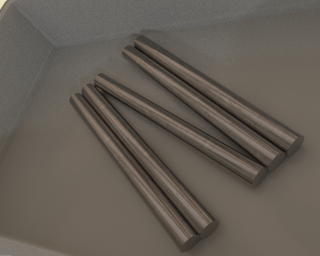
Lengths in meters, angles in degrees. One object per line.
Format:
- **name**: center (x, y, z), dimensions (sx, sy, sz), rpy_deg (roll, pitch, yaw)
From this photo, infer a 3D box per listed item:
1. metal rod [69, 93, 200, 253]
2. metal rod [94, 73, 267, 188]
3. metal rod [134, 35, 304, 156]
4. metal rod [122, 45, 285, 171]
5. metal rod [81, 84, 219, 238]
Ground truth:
- **metal rod**: center (-0.052, 0.036, 0.410), dimensions (0.025, 0.025, 0.300), rpy_deg (-44, 51, -2)
- **metal rod**: center (0.003, -0.013, 0.411), dimensions (0.300, 0.025, 0.025), rpy_deg (33, 80, 38)
- **metal rod**: center (0.054, -0.061, 0.413), dimensions (0.025, 0.025, 0.300), rpy_deg (-45, 51, -3)
- **metal rod**: center (0.035, -0.044, 0.413), dimensions (0.025, 0.025, 0.300), rpy_deg (-45, 51, -3)
- **metal rod**: center (-0.032, 0.021, 0.409), dimensions (0.025, 0.025, 0.300), rpy_deg (-44, 51, -2)
